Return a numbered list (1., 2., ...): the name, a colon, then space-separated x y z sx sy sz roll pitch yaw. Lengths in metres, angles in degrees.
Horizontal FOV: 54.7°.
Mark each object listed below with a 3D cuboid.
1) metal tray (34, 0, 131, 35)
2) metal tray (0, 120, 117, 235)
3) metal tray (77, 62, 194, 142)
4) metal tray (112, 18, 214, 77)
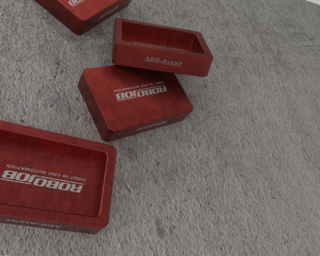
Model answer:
1. metal tray: -0.111 -0.202 0.463 0.090 0.030 0.131 40 51 -1
2. metal tray: -0.114 0.050 0.308 0.131 0.030 0.090 15 56 -20
3. metal tray: -0.030 -0.041 0.409 0.131 0.030 0.090 -16 70 -34
4. metal tray: 0.000 -0.114 0.435 0.131 0.030 0.090 6 38 -12
